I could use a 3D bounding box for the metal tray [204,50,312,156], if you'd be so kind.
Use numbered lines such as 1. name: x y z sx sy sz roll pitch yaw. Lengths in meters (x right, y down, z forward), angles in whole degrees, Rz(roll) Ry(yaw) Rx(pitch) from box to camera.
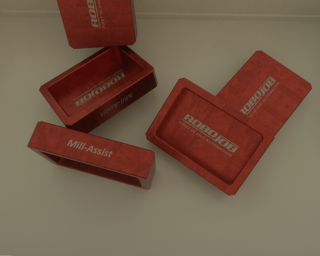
1. metal tray: 0.130 -0.034 0.421 0.090 0.030 0.130 39 74 13

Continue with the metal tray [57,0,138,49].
1. metal tray: -0.082 -0.169 0.389 0.091 0.129 0.030 -3 37 4

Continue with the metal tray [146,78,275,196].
1. metal tray: 0.059 0.009 0.381 0.130 0.030 0.090 34 100 13

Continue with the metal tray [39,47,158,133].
1. metal tray: -0.081 -0.055 0.410 0.131 0.030 0.090 -36 55 -14

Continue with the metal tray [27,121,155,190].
1. metal tray: -0.072 0.035 0.361 0.131 0.090 0.030 15 72 5
